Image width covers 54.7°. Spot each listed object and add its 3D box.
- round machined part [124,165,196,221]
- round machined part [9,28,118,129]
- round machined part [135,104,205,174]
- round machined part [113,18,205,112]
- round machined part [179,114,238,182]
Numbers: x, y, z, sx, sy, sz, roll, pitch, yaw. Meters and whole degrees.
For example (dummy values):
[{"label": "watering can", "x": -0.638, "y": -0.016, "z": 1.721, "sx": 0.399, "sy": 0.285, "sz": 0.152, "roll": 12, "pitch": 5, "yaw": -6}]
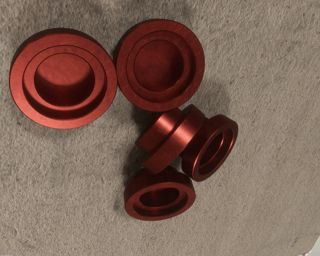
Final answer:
[{"label": "round machined part", "x": -0.002, "y": 0.088, "z": 0.438, "sx": 0.099, "sy": 0.042, "sz": 0.097, "roll": -7, "pitch": 136, "yaw": -7}, {"label": "round machined part", "x": -0.096, "y": -0.051, "z": 0.310, "sx": 0.099, "sy": 0.042, "sz": 0.097, "roll": -11, "pitch": 123, "yaw": -18}, {"label": "round machined part", "x": 0.007, "y": 0.006, "z": 0.381, "sx": 0.042, "sy": 0.098, "sz": 0.098, "roll": 41, "pitch": 96, "yaw": -5}, {"label": "round machined part", "x": -0.004, "y": -0.070, "z": 0.343, "sx": 0.099, "sy": 0.042, "sz": 0.097, "roll": -7, "pitch": 112, "yaw": -16}, {"label": "round machined part", "x": 0.063, "y": 0.023, "z": 0.433, "sx": 0.099, "sy": 0.042, "sz": 0.097, "roll": -34, "pitch": 143, "yaw": -30}]
